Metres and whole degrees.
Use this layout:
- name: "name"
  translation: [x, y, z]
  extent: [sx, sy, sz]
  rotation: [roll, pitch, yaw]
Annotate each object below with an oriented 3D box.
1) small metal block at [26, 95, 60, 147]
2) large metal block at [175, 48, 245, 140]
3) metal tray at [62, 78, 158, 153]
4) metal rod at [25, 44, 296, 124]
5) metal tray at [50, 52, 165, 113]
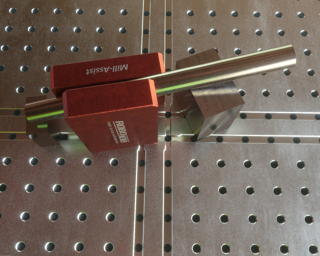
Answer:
- name: "small metal block"
  translation: [-0.150, -0.008, 0.399]
  extent: [0.025, 0.050, 0.050]
  rotation: [-8, 70, -3]
- name: "large metal block"
  translation: [0.058, -0.040, 0.397]
  extent: [0.050, 0.080, 0.080]
  rotation: [-21, 72, -8]
- name: "metal tray"
  translation: [-0.049, -0.008, 0.358]
  extent: [0.091, 0.130, 0.030]
  rotation: [-9, 71, -4]
- name: "metal rod"
  translation: [-0.004, -0.048, 0.349]
  extent: [0.302, 0.025, 0.025]
  rotation: [-12, 70, 5]
- name: "metal tray"
  translation: [-0.060, -0.052, 0.395]
  extent: [0.131, 0.090, 0.030]
  rotation: [-8, 72, -4]
